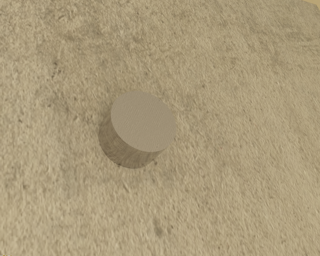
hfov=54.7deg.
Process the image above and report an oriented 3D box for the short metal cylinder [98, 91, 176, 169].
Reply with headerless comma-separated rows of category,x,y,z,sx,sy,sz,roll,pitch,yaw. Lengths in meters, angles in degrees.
short metal cylinder,-0.028,0.003,0.373,0.081,0.050,0.080,14,56,-21
